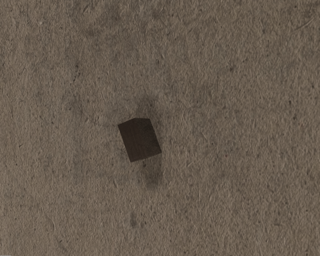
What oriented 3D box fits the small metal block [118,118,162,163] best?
[{"bbox_3d":[-0.025,0.015,0.404,0.025,0.050,0.050,-22,83,18],"label":"small metal block"}]
